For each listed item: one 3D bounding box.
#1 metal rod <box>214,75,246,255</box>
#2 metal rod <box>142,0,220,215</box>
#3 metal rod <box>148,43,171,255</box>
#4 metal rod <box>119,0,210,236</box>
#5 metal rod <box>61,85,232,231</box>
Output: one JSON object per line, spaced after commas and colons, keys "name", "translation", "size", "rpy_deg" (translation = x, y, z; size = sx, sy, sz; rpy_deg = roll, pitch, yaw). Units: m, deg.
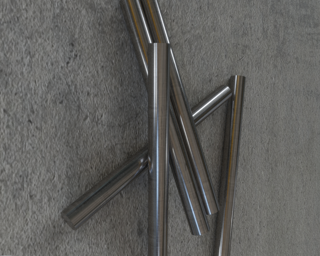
{"name": "metal rod", "translation": [0.112, 0.064, 0.498], "size": [0.025, 0.025, 0.298], "rpy_deg": [11, 83, -40]}
{"name": "metal rod", "translation": [0.023, -0.034, 0.397], "size": [0.025, 0.025, 0.298], "rpy_deg": [-20, 95, -38]}
{"name": "metal rod", "translation": [-0.002, 0.053, 0.371], "size": [0.025, 0.025, 0.298], "rpy_deg": [-10, 106, -40]}
{"name": "metal rod", "translation": [0.007, -0.012, 0.383], "size": [0.025, 0.025, 0.298], "rpy_deg": [-20, 95, -38]}
{"name": "metal rod", "translation": [0.003, 0.020, 0.407], "size": [0.302, 0.025, 0.025], "rpy_deg": [-38, 114, -33]}
